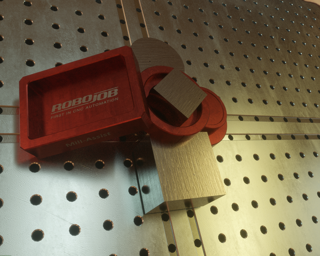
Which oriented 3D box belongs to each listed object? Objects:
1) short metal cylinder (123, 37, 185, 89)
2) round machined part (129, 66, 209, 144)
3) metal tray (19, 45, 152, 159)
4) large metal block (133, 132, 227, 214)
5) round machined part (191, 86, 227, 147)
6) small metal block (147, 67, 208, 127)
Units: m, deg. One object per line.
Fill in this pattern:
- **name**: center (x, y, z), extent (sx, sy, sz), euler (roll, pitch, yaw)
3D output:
- **short metal cylinder**: center (-0.013, -0.078, 0.432), extent (0.081, 0.050, 0.080), euler (14, 56, -21)
- **round machined part**: center (0.008, -0.024, 0.379), extent (0.099, 0.042, 0.098), euler (14, 56, -21)
- **metal tray**: center (-0.082, -0.028, 0.331), extent (0.131, 0.030, 0.090), euler (-16, 65, 5)
- **large metal block**: center (0.021, 0.051, 0.368), extent (0.081, 0.050, 0.080), euler (1, 62, -28)
- **round machined part**: center (0.054, -0.020, 0.436), extent (0.099, 0.042, 0.098), euler (14, 56, -21)
- **small metal block**: center (0.019, -0.036, 0.361), extent (0.050, 0.025, 0.050), euler (41, 51, 0)
